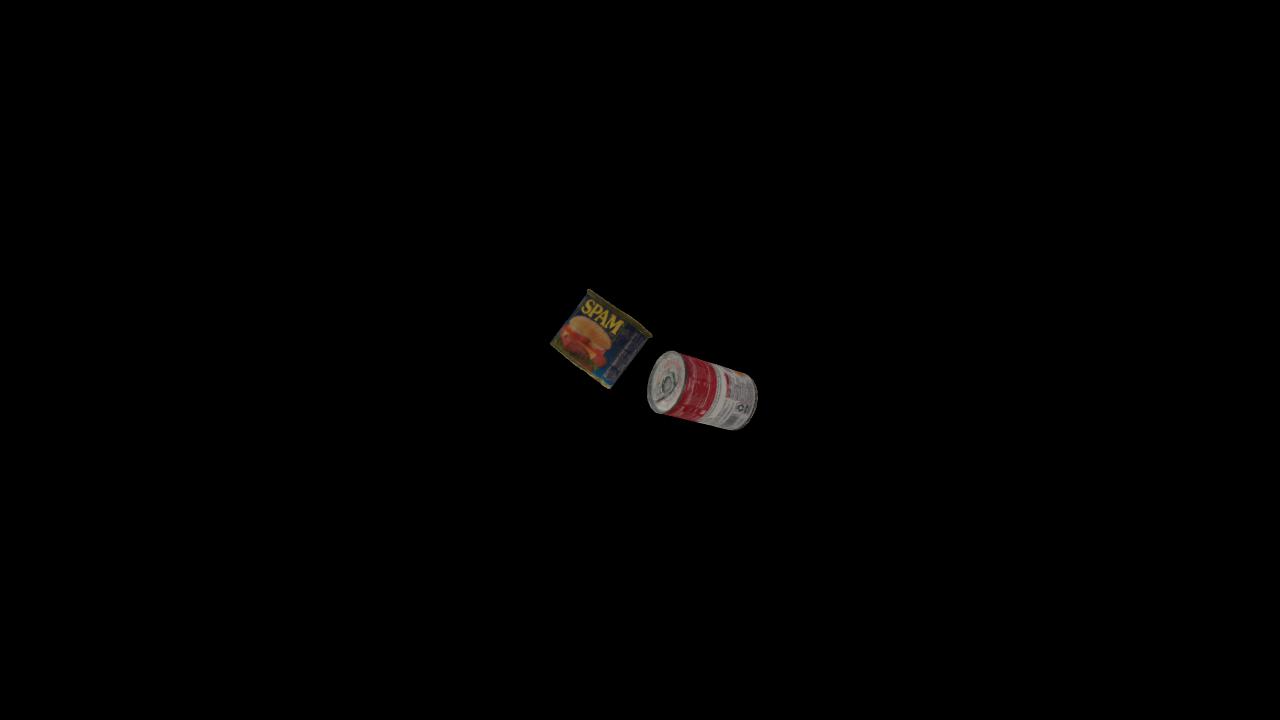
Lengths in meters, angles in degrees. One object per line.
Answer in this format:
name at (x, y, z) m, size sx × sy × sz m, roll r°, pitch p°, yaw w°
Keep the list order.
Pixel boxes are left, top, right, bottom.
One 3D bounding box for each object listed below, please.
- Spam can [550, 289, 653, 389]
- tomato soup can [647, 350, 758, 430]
Spam can at (-0.049, -0.026, 0.751) m, size 0.101 × 0.085 × 0.058 m, roll 36°, pitch -1°, yaw 36°
tomato soup can at (0.068, 0.034, 0.660) m, size 0.101 × 0.068 × 0.068 m, roll 16°, pitch -8°, yaw -30°
